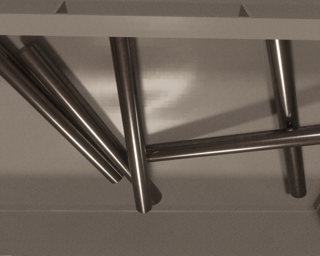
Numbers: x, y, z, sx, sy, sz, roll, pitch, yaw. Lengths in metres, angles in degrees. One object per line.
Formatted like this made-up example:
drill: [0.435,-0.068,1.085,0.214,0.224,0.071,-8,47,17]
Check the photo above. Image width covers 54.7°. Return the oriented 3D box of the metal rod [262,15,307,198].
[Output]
metal rod: [0.171,-0.003,0.408,0.025,0.025,0.299,-16,129,13]

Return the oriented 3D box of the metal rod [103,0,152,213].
metal rod: [-0.034,-0.002,0.388,0.025,0.025,0.298,-3,125,2]

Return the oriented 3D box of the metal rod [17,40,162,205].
metal rod: [-0.076,0.014,0.420,0.025,0.025,0.299,-21,127,17]

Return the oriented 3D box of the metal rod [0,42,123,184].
metal rod: [-0.138,-0.025,0.385,0.025,0.025,0.300,-23,127,18]

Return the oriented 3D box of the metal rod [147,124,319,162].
metal rod: [0.125,0.017,0.399,0.301,0.025,0.025,-8,130,16]
